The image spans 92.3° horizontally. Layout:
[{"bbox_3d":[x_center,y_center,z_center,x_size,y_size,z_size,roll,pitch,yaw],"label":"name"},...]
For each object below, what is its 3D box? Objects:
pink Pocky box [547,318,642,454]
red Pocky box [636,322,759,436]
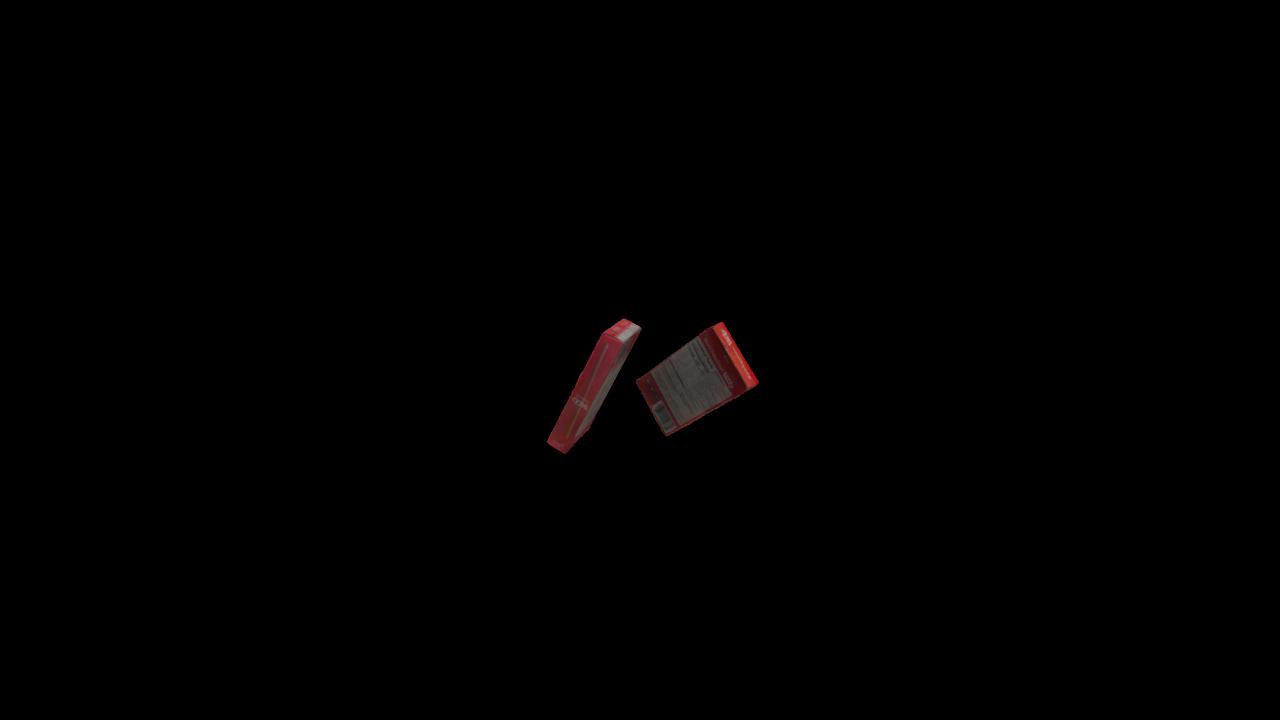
[{"bbox_3d":[-0.052,0.029,0.715,0.029,0.155,0.084,30,19,6],"label":"pink Pocky box"},{"bbox_3d":[0.063,0.026,0.726,0.028,0.083,0.155,-20,-12,-43],"label":"red Pocky box"}]
